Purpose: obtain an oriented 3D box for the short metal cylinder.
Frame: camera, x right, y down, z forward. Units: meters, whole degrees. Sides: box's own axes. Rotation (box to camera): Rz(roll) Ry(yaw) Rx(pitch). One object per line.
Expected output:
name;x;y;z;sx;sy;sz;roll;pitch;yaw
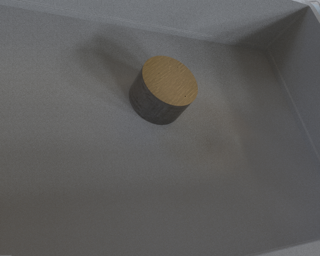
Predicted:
short metal cylinder;0.004;-0.051;0.422;0.081;0.050;0.080;13;56;-21
